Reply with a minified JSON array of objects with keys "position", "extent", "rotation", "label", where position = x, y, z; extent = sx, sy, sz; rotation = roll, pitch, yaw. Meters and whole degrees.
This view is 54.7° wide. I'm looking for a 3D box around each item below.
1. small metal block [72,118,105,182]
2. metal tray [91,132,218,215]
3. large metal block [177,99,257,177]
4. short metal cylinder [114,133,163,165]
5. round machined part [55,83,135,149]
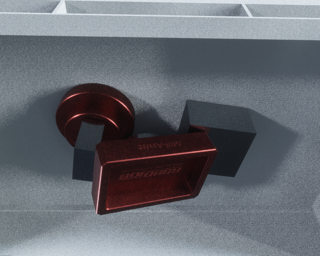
[{"position":[-0.082,0.025,0.356],"extent":[0.025,0.050,0.050],"rotation":[10,130,-8],"label":"small metal block"},{"position":[-0.008,0.052,0.355],"extent":[0.131,0.030,0.089],"rotation":[-5,133,-22],"label":"metal tray"},{"position":[0.067,0.015,0.403],"extent":[0.081,0.050,0.079],"rotation":[7,130,-7],"label":"large metal block"},{"position":[-0.021,0.051,0.418],"extent":[0.081,0.050,0.080],"rotation":[-10,144,-7],"label":"short metal cylinder"},{"position":[-0.082,-0.004,0.391],"extent":[0.099,0.042,0.097],"rotation":[-1,130,0],"label":"round machined part"}]
